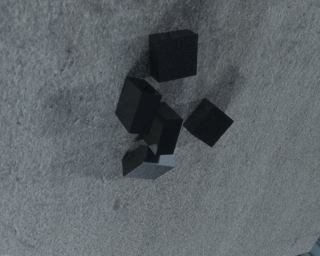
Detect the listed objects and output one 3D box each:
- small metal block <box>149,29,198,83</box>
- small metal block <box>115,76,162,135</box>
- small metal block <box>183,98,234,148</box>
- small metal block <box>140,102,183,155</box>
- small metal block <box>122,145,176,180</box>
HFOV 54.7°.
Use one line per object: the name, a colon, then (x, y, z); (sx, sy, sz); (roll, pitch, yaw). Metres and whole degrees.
small metal block: (0.016, -0.085, 0.364); (0.050, 0.025, 0.050); (-15, 125, -20)
small metal block: (-0.027, -0.027, 0.361); (0.025, 0.050, 0.050); (6, 116, -31)
small metal block: (0.069, -0.007, 0.443); (0.050, 0.025, 0.050); (33, 100, -39)
small metal block: (0.001, 0.000, 0.392); (0.025, 0.050, 0.050); (0, 119, -29)
small metal block: (-0.016, 0.047, 0.414); (0.050, 0.025, 0.050); (12, 146, -34)
